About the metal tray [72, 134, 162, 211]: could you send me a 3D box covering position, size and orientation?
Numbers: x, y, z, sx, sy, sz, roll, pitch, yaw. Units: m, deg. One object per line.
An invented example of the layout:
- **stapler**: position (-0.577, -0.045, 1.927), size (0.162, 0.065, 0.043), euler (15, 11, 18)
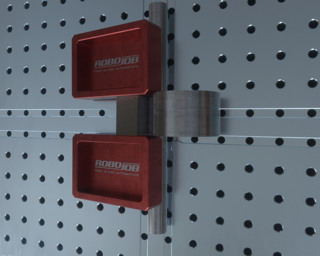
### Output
- **metal tray**: position (-0.060, 0.054, 0.412), size (0.130, 0.030, 0.089), euler (1, 90, 32)

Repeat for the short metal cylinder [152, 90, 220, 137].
- **short metal cylinder**: position (0.031, -0.016, 0.369), size (0.080, 0.080, 0.050), euler (0, 90, 20)

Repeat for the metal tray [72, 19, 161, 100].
- **metal tray**: position (-0.061, -0.085, 0.413), size (0.130, 0.030, 0.089), euler (0, 90, 32)

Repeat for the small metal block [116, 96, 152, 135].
- **small metal block**: position (-0.034, -0.016, 0.409), size (0.050, 0.025, 0.050), euler (1, 91, 51)

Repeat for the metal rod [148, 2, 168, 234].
- **metal rod**: position (-0.003, -0.013, 0.409), size (0.025, 0.025, 0.298), euler (0, 90, 20)
